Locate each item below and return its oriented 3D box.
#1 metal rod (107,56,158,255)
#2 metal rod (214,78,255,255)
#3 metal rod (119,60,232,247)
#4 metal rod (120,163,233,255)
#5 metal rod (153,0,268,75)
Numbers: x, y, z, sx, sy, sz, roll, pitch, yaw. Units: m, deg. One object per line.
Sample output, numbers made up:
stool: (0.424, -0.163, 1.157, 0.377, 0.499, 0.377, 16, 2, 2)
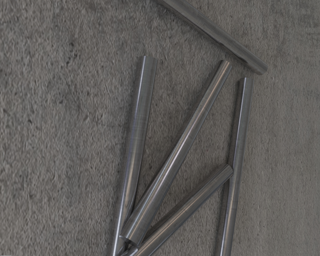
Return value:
metal rod: (-0.036, 0.060, 0.373, 0.025, 0.025, 0.299, 14, 81, -39)
metal rod: (0.123, 0.064, 0.507, 0.025, 0.025, 0.299, 17, 80, -39)
metal rod: (0.034, 0.013, 0.415, 0.025, 0.025, 0.301, 50, 55, -29)
metal rod: (0.010, 0.123, 0.389, 0.302, 0.025, 0.025, -31, 110, -43)
metal rod: (0.072, -0.149, 0.464, 0.302, 0.025, 0.025, 21, 77, -38)
